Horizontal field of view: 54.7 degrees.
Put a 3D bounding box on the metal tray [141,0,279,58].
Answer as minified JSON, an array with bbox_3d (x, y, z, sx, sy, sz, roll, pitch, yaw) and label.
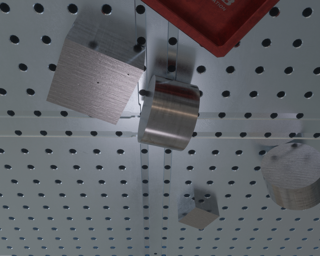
[{"bbox_3d":[0.040,-0.138,0.291,0.131,0.030,0.090,30,124,-23],"label":"metal tray"}]

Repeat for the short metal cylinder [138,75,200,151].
[{"bbox_3d":[0.008,-0.017,0.361,0.050,0.080,0.079,13,129,-11],"label":"short metal cylinder"}]

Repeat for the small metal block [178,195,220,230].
[{"bbox_3d":[0.066,0.147,0.538,0.050,0.025,0.050,25,126,-20],"label":"small metal block"}]

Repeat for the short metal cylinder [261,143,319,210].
[{"bbox_3d":[0.188,0.067,0.434,0.080,0.080,0.050,-18,128,14],"label":"short metal cylinder"}]

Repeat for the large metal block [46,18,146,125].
[{"bbox_3d":[-0.070,-0.060,0.343,0.080,0.050,0.079,20,127,-17],"label":"large metal block"}]
